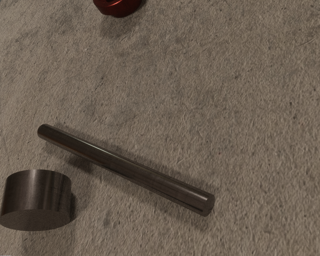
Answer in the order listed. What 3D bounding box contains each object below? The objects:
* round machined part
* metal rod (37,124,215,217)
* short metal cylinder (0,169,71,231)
[{"bbox_3d":[-0.073,-0.247,0.580,0.098,0.042,0.098,-13,56,20],"label":"round machined part"},{"bbox_3d":[-0.067,0.043,0.410,0.300,0.025,0.025,18,71,34],"label":"metal rod"},{"bbox_3d":[-0.155,0.093,0.391,0.080,0.080,0.050,-20,54,16],"label":"short metal cylinder"}]
